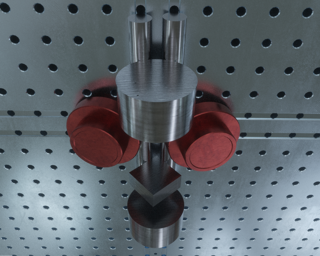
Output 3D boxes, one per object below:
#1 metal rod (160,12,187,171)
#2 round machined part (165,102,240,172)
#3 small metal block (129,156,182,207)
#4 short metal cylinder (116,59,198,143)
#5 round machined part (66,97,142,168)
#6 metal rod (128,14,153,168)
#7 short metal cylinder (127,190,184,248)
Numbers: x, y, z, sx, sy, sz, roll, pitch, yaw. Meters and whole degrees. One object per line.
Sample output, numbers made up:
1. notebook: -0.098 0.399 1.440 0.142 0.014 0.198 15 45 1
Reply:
1. metal rod: 0.013 0.000 0.411 0.025 0.025 0.298 0 130 -1
2. round machined part: 0.058 0.018 0.399 0.099 0.042 0.097 -10 132 -11
3. small metal block: -0.007 0.072 0.425 0.050 0.050 0.025 -29 139 -32
4. short metal cylinder: -0.003 -0.030 0.321 0.081 0.080 0.050 1 130 -1
5. round machined part: -0.074 0.012 0.394 0.098 0.042 0.097 9 131 10
6. metal rod: -0.022 0.002 0.411 0.025 0.025 0.298 0 130 -1
7. short metal cylinder: -0.006 0.126 0.454 0.081 0.080 0.050 1 130 -1
